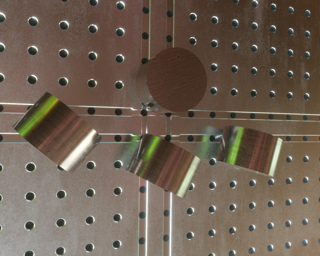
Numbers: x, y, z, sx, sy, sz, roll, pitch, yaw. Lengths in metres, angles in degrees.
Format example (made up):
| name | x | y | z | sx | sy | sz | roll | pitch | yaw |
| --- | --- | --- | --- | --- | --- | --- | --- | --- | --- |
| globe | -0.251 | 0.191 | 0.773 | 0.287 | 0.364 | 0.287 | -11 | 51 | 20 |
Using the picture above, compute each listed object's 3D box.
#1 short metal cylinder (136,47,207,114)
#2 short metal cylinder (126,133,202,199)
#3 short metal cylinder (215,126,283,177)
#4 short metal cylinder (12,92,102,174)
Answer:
| name | x | y | z | sx | sy | sz | roll | pitch | yaw |
| --- | --- | --- | --- | --- | --- | --- | --- | --- | --- |
| short metal cylinder | 0.014 | -0.059 | 0.404 | 0.081 | 0.050 | 0.079 | 0 | 90 | -20 |
| short metal cylinder | 0.005 | 0.047 | 0.385 | 0.080 | 0.080 | 0.050 | 30 | 81 | -18 |
| short metal cylinder | 0.123 | 0.033 | 0.429 | 0.081 | 0.080 | 0.050 | 19 | 84 | -19 |
| short metal cylinder | -0.111 | 0.006 | 0.342 | 0.080 | 0.080 | 0.050 | 43 | 77 | -15 |
